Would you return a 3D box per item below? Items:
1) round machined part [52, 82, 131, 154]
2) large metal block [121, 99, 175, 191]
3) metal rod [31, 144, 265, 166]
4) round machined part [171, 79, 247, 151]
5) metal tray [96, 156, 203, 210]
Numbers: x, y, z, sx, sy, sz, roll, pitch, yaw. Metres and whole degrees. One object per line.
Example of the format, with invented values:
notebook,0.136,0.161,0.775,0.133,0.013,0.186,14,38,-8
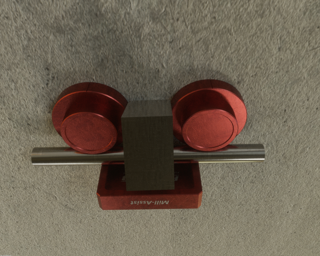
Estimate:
round machined part,-0.086,-0.005,0.389,0.099,0.042,0.097,-1,130,0
large metal block,-0.011,0.016,0.350,0.050,0.080,0.079,-2,107,0
metal rod,-0.015,0.036,0.412,0.302,0.025,0.025,-1,130,0
round machined part,0.060,-0.009,0.390,0.099,0.042,0.097,-1,130,0
metal tray,-0.013,0.064,0.420,0.131,0.090,0.030,-1,130,0
